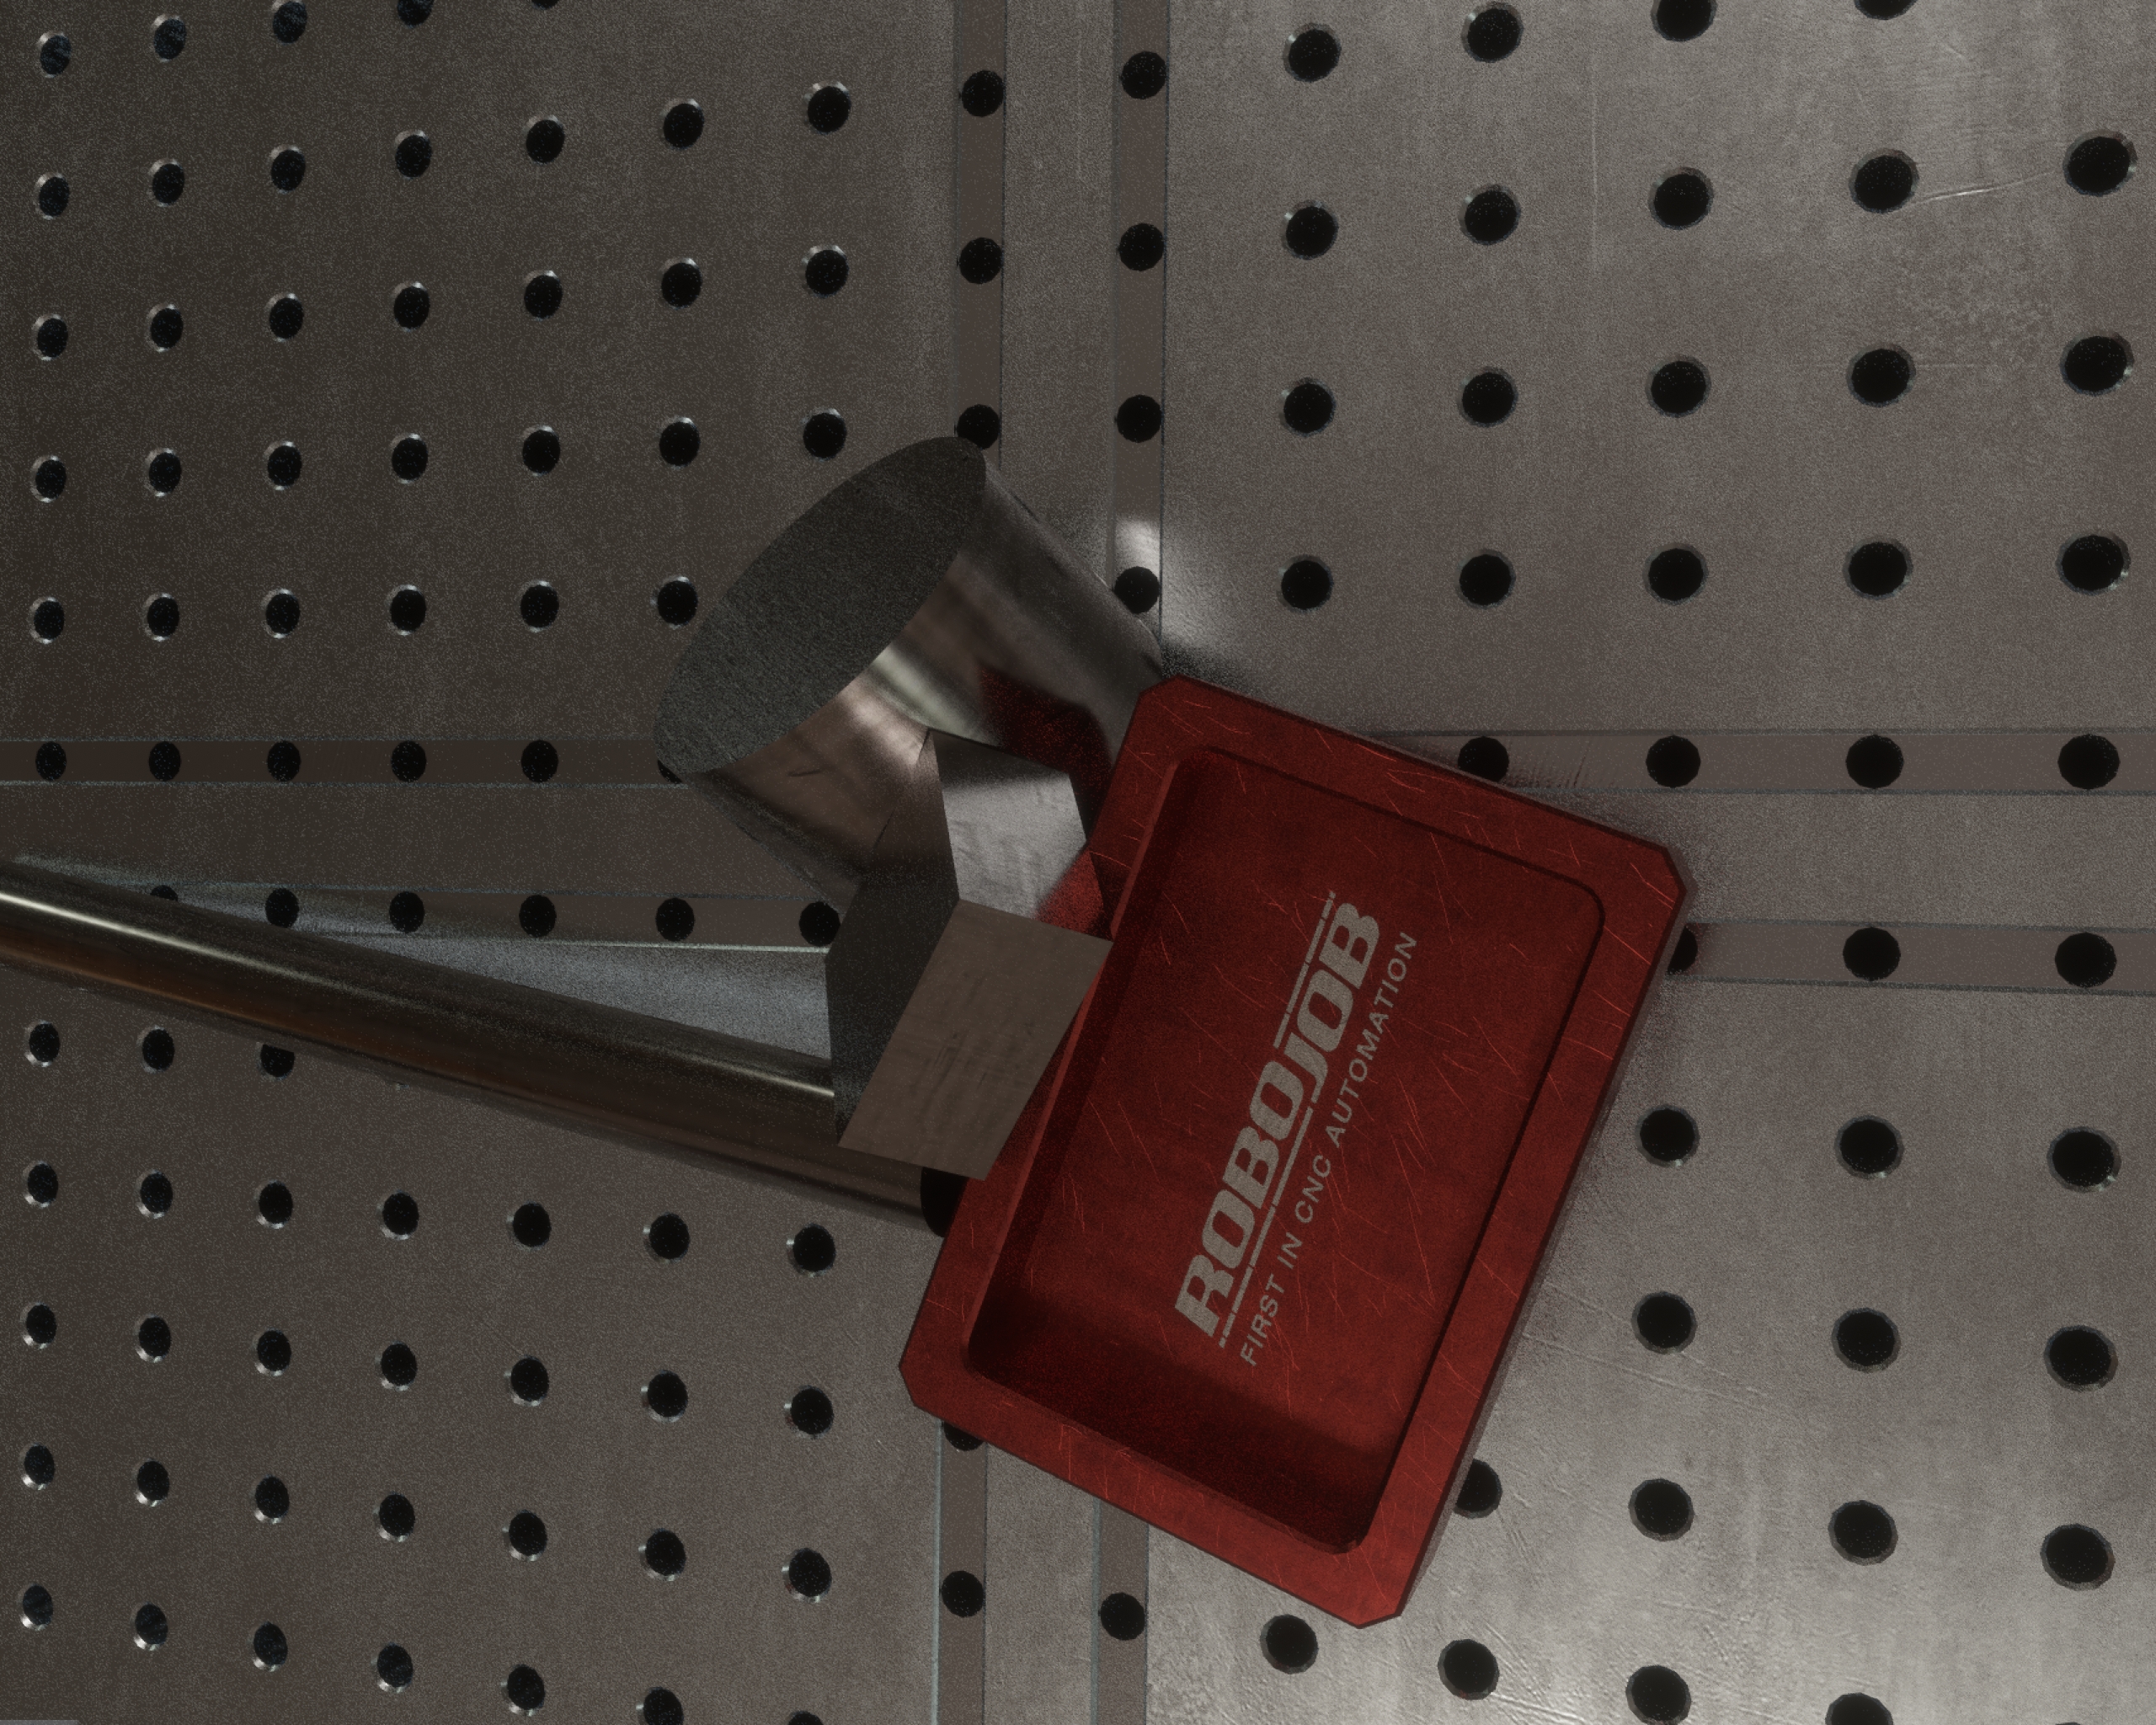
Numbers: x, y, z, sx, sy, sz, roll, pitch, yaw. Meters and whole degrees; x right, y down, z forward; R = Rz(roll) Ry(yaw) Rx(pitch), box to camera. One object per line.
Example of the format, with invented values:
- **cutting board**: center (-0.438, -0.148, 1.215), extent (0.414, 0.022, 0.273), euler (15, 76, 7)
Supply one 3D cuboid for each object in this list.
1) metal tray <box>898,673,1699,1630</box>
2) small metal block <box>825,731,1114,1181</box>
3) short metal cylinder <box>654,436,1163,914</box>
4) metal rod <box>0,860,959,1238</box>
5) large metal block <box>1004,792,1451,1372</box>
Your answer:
- **metal tray**: center (0.035, 0.044, 0.341), extent (0.090, 0.030, 0.129), euler (22, 97, 18)
- **small metal block**: center (-0.020, 0.015, 0.342), extent (0.025, 0.050, 0.050), euler (17, 119, -20)
- **short metal cylinder**: center (-0.032, -0.032, 0.387), extent (0.080, 0.080, 0.050), euler (-36, 121, 16)
- **metal rod**: center (-0.147, 0.030, 0.432), extent (0.300, 0.025, 0.025), euler (10, 93, 30)
- **large metal block**: center (0.015, 0.035, 0.392), extent (0.080, 0.050, 0.080), euler (-37, 79, 16)
